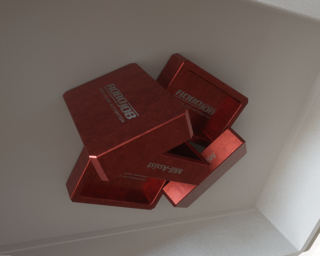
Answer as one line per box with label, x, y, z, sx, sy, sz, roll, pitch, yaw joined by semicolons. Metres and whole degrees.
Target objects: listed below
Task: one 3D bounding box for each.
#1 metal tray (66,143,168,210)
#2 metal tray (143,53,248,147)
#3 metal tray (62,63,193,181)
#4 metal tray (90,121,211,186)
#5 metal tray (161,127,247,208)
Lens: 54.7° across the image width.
metal tray;-0.046;0.061;0.416;0.131;0.030;0.089;17;109;-35
metal tray;0.048;-0.030;0.413;0.131;0.030;0.090;23;106;-37
metal tray;-0.038;-0.015;0.308;0.091;0.130;0.030;-26;128;-12
metal tray;-0.013;0.023;0.371;0.131;0.090;0.030;17;110;-35
metal tray;0.069;0.062;0.456;0.130;0.030;0.090;-43;158;2
